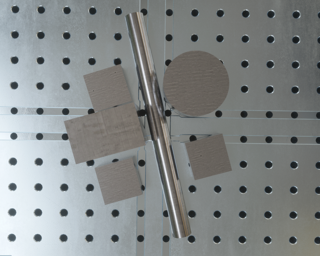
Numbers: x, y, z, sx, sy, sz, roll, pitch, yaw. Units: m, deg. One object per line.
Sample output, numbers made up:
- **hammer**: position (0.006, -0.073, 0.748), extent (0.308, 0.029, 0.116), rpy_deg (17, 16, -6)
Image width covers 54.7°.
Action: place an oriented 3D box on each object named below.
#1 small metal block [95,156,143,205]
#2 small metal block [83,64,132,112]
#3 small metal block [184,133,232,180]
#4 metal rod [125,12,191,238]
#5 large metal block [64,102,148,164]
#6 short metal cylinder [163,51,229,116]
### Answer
- **small metal block**: position (-0.054, 0.069, 0.413), extent (0.050, 0.025, 0.050), rpy_deg (-16, 90, -1)
- **small metal block**: position (-0.068, -0.052, 0.412), extent (0.050, 0.025, 0.050), rpy_deg (-17, 90, -1)
- **small metal block**: position (0.063, 0.037, 0.414), extent (0.050, 0.025, 0.050), rpy_deg (-15, 90, -1)
- **metal rod**: position (-0.002, -0.004, 0.413), extent (0.025, 0.025, 0.298), rpy_deg (-12, 90, 0)
- **large metal block**: position (-0.061, 0.005, 0.384), extent (0.080, 0.080, 0.050), rpy_deg (-15, 90, 0)
- **short metal cylinder**: position (0.044, -0.055, 0.401), extent (0.081, 0.050, 0.079), rpy_deg (0, 90, -1)
